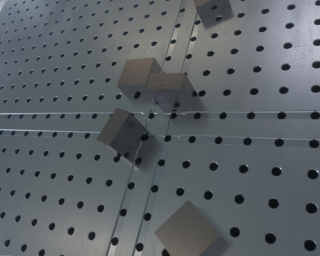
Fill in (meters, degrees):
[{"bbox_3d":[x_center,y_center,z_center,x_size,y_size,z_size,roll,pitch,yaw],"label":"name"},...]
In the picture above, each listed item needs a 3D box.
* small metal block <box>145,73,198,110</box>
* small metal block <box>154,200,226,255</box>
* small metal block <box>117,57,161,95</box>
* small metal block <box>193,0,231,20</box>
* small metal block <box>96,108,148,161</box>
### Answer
[{"bbox_3d":[0.016,-0.048,0.414,0.050,0.050,0.025,4,64,30],"label":"small metal block"},{"bbox_3d":[0.031,0.113,0.323,0.050,0.025,0.050,-43,51,-2],"label":"small metal block"},{"bbox_3d":[-0.032,-0.079,0.474,0.050,0.025,0.050,2,62,29],"label":"small metal block"},{"bbox_3d":[0.080,-0.209,0.495,0.050,0.025,0.050,-20,54,16],"label":"small metal block"},{"bbox_3d":[-0.049,0.009,0.414,0.025,0.050,0.050,20,72,35],"label":"small metal block"}]
